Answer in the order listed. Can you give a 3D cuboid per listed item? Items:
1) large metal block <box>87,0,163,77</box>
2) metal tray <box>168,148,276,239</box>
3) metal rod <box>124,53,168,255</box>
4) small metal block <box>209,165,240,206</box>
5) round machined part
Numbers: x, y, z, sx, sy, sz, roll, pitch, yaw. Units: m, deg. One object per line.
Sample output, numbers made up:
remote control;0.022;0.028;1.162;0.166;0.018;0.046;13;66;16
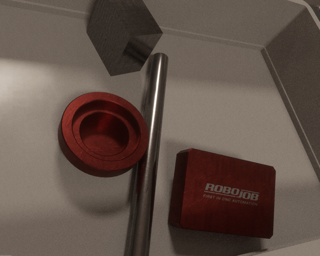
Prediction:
large metal block;-0.051;-0.130;0.423;0.050;0.080;0.080;-19;72;-36
metal tray;0.080;0.082;0.380;0.131;0.030;0.090;14;74;-21
metal rod;-0.012;0.019;0.388;0.025;0.025;0.300;18;54;-18
small metal block;0.085;0.073;0.409;0.050;0.025;0.050;1;61;-28
round machined part;-0.066;0.011;0.354;0.099;0.042;0.098;14;56;-21
